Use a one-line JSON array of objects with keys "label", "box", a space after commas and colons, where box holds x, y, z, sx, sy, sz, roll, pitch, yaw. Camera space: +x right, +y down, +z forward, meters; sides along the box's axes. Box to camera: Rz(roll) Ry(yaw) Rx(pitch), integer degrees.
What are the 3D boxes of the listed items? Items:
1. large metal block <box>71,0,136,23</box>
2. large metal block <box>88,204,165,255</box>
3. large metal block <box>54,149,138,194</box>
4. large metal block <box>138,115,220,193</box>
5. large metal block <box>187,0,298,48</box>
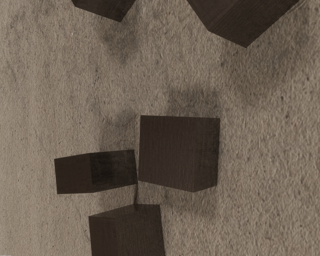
[{"label": "large metal block", "box": [-0.090, -0.206, 0.441, 0.050, 0.081, 0.080, -46, 63, 30]}, {"label": "large metal block", "box": [-0.041, 0.147, 0.401, 0.050, 0.081, 0.080, -10, 84, 39]}, {"label": "large metal block", "box": [-0.091, 0.062, 0.441, 0.080, 0.081, 0.050, -12, 83, 39]}, {"label": "large metal block", "box": [0.022, 0.026, 0.369, 0.080, 0.050, 0.079, 4, 93, 39]}, {"label": "large metal block", "box": [0.084, -0.131, 0.299, 0.080, 0.081, 0.050, -42, 65, 32]}]
